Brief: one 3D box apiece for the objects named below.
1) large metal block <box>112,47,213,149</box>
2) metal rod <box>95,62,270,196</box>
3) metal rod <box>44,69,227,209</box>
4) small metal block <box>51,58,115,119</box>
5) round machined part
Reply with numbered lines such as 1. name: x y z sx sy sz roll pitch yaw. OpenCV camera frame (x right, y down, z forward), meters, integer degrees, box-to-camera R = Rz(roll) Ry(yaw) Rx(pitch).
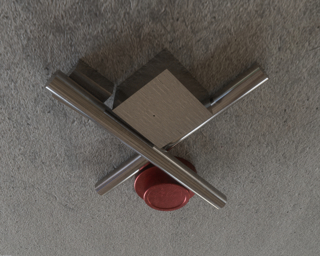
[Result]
1. large metal block: 0.003 -0.033 0.366 0.080 0.050 0.080 -34 123 25
2. metal rod: 0.013 0.015 0.424 0.299 0.025 0.025 -37 121 27
3. metal rod: -0.012 0.030 0.400 0.025 0.025 0.301 -36 122 26
4. small metal block: -0.091 -0.046 0.370 0.050 0.025 0.050 35 121 -27
5. round machined part: 0.010 0.091 0.474 0.099 0.042 0.097 -1 130 0
